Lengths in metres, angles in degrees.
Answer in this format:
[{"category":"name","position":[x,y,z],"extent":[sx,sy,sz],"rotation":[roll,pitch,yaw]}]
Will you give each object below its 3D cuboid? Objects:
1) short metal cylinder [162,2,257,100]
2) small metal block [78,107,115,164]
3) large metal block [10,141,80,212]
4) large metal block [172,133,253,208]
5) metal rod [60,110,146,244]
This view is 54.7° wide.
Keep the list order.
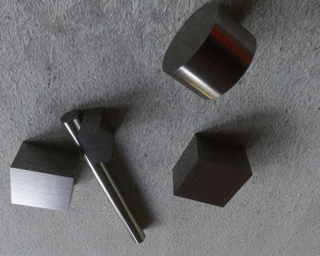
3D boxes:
[{"category":"short metal cylinder","position":[0.047,-0.075,0.308],"extent":[0.050,0.080,0.080],"rotation":[31,123,-24]},{"category":"small metal block","position":[-0.080,0.010,0.398],"extent":[0.025,0.050,0.050],"rotation":[-8,130,7]},{"category":"large metal block","position":[-0.166,0.072,0.450],"extent":[0.081,0.050,0.079],"rotation":[12,129,-10]},{"category":"large metal block","position":[0.072,0.063,0.445],"extent":[0.081,0.050,0.079],"rotation":[17,128,-14]},{"category":"metal rod","position":[-0.077,0.095,0.487],"extent":[0.025,0.025,0.299],"rotation":[-11,130,9]}]
